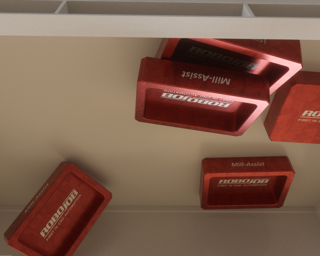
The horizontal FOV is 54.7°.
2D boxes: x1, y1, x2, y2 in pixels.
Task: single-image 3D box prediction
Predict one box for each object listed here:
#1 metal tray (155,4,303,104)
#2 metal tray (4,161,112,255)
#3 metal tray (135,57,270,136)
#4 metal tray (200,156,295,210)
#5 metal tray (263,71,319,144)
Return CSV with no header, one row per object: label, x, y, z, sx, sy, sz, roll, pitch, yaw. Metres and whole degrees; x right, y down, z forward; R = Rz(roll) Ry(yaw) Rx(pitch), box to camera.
metal tray,0.065,-0.069,0.324,0.131,0.030,0.090,12,154,-11
metal tray,-0.142,0.125,0.447,0.090,0.130,0.030,46,156,-27
metal tray,0.040,-0.030,0.340,0.131,0.030,0.090,9,155,-3
metal tray,0.130,0.087,0.480,0.131,0.030,0.089,-1,130,1
metal tray,0.209,-0.022,0.389,0.131,0.030,0.089,4,130,-3
